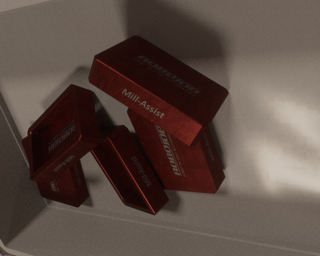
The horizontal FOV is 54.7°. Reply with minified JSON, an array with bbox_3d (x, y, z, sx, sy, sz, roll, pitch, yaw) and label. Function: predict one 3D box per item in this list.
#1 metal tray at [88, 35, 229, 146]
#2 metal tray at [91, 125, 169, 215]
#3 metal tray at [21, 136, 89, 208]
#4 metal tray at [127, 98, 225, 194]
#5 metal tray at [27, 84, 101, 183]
[{"bbox_3d":[0.002,-0.046,0.336,0.130,0.090,0.030,33,129,6],"label":"metal tray"},{"bbox_3d":[-0.050,0.059,0.446,0.090,0.030,0.130,-4,119,55],"label":"metal tray"},{"bbox_3d":[-0.182,0.073,0.544,0.090,0.030,0.129,8,122,23],"label":"metal tray"},{"bbox_3d":[0.021,0.022,0.398,0.090,0.030,0.129,-4,118,38],"label":"metal tray"},{"bbox_3d":[-0.141,0.010,0.439,0.130,0.030,0.090,-36,56,31],"label":"metal tray"}]
